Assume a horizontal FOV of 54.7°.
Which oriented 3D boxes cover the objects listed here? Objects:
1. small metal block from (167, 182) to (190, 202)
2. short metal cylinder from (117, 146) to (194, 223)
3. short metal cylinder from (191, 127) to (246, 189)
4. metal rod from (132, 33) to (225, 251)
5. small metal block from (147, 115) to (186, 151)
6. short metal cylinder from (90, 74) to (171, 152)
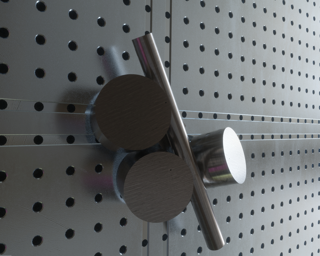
[{"bbox_3d":[0.029,0.073,0.429,0.050,0.025,0.050,-48,119,-29],"label":"small metal block"},{"bbox_3d":[-0.008,0.064,0.365,0.081,0.050,0.079,-1,94,-17],"label":"short metal cylinder"},{"bbox_3d":[0.084,0.044,0.442,0.080,0.050,0.080,33,49,-48],"label":"short metal cylinder"},{"bbox_3d":[0.029,0.029,0.396,0.025,0.025,0.298,-32,110,-35],"label":"metal rod"},{"bbox_3d":[0.000,-0.004,0.405,0.050,0.025,0.050,-51,120,-28],"label":"small metal block"},{"bbox_3d":[-0.034,-0.014,0.342,0.081,0.050,0.080,3,81,-19],"label":"short metal cylinder"}]
